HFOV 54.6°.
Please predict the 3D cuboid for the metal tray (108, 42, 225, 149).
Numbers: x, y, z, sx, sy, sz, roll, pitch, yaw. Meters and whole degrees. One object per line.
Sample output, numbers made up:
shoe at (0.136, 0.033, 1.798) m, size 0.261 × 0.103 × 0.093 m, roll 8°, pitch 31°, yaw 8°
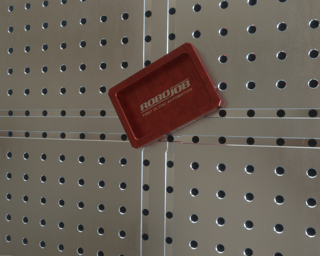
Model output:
metal tray at (0.006, -0.040, 0.408) m, size 0.130 × 0.030 × 0.090 m, roll -28°, pitch 81°, yaw 17°
